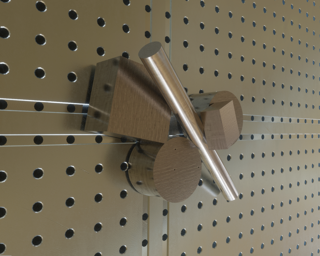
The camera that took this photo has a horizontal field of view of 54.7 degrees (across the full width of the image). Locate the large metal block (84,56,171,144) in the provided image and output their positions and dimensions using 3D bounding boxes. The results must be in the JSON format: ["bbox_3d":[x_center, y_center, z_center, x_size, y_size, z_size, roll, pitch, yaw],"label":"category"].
[{"bbox_3d":[-0.033,-0.028,0.359,0.081,0.050,0.080,14,81,-39],"label":"large metal block"}]

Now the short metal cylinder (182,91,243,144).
[{"bbox_3d":[0.076,-0.013,0.453,0.081,0.050,0.079,0,90,-40],"label":"short metal cylinder"}]

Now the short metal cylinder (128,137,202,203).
[{"bbox_3d":[0.007,0.050,0.394,0.081,0.050,0.079,0,90,-40],"label":"short metal cylinder"}]

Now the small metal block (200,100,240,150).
[{"bbox_3d":[0.078,-0.004,0.396,0.050,0.025,0.050,-31,110,-55],"label":"small metal block"}]

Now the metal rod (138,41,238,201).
[{"bbox_3d":[0.053,0.015,0.403,0.025,0.025,0.300,-58,137,-24],"label":"metal rod"}]
